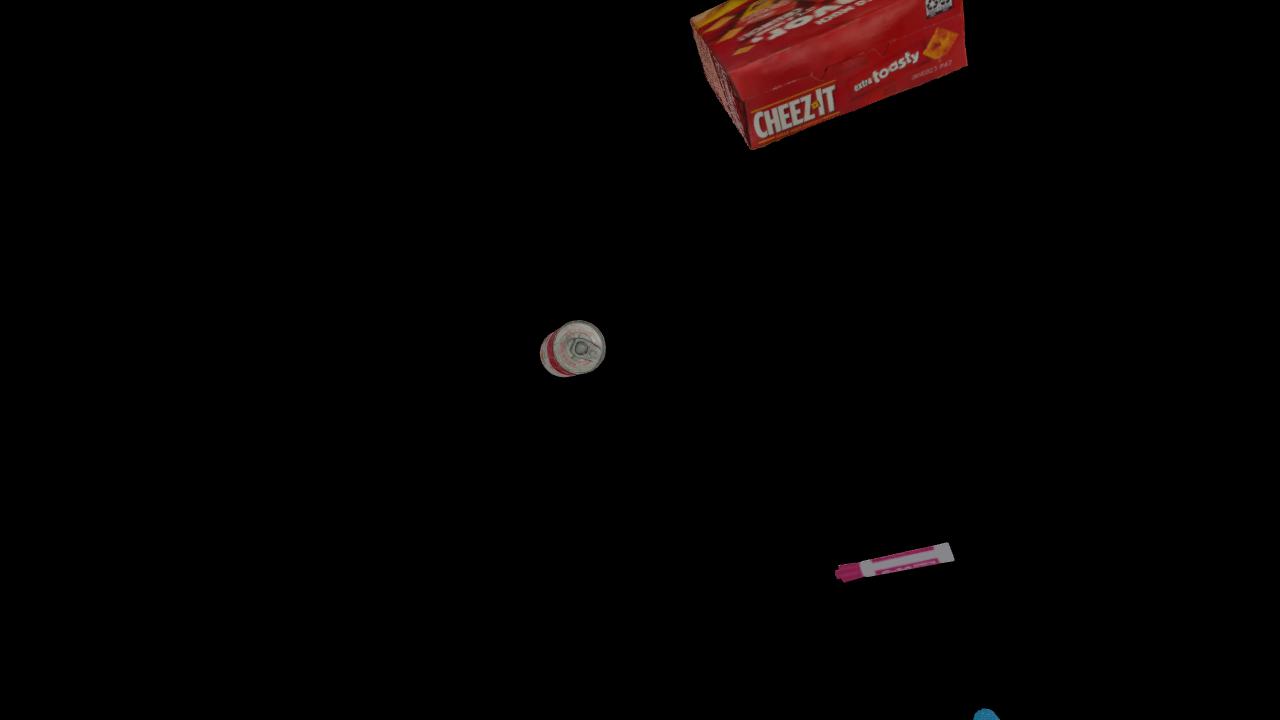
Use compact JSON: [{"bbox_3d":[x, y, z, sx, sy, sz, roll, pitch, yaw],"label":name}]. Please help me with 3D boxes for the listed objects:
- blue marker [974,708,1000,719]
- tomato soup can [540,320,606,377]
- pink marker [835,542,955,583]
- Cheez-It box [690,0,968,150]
[{"bbox_3d":[0.267,0.279,0.422,0.020,0.020,0.121,0,-1,1],"label":"blue marker"},{"bbox_3d":[-0.091,-0.012,0.802,0.068,0.068,0.101,0,-4,-20],"label":"tomato soup can"},{"bbox_3d":[0.269,0.217,0.656,0.121,0.020,0.020,-20,-7,20],"label":"pink marker"},{"bbox_3d":[0.140,-0.271,0.516,0.166,0.071,0.223,-20,37,10],"label":"Cheez-It box"}]
